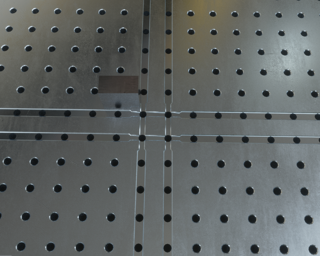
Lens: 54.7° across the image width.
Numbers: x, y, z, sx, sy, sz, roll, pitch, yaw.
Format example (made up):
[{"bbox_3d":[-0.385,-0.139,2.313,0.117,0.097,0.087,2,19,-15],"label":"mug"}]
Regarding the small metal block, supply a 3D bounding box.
[{"bbox_3d":[-0.053,-0.047,0.415,0.050,0.050,0.025,0,70,0],"label":"small metal block"}]
